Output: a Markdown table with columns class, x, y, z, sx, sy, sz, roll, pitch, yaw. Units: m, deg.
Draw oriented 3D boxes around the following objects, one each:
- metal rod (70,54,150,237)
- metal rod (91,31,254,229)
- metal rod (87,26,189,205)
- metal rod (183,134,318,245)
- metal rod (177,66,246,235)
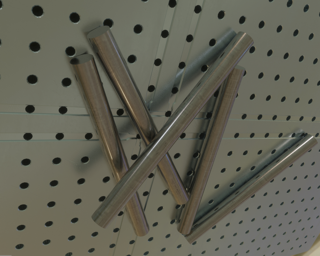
| class | x | y | z | sx | sy | sz | roll | pitch | yaw |
| --- | --- | --- | --- | --- | --- | --- | --- | --- | --- |
| metal rod | -0.055 | 0.046 | 0.410 | 0.025 | 0.025 | 0.298 | -24 | 127 | -15 |
| metal rod | 0.018 | 0.000 | 0.394 | 0.300 | 0.025 | 0.025 | -51 | 130 | -3 |
| metal rod | -0.014 | 0.008 | 0.409 | 0.025 | 0.025 | 0.299 | -32 | 129 | -8 |
| metal rod | 0.168 | 0.112 | 0.575 | 0.301 | 0.025 | 0.025 | -37 | 130 | -4 |
| metal rod | 0.072 | 0.048 | 0.482 | 0.025 | 0.025 | 0.298 | -2 | 119 | -28 |
